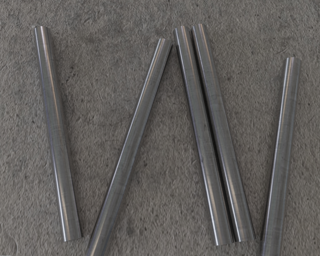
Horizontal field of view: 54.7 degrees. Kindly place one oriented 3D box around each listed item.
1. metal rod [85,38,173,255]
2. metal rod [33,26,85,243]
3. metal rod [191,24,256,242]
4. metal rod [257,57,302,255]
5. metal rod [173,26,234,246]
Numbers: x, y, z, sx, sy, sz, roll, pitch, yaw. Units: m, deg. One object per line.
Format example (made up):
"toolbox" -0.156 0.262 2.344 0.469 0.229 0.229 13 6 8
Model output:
"metal rod" -0.033 0.012 0.403 0.025 0.025 0.299 15 71 5
"metal rod" -0.137 -0.006 0.409 0.025 0.025 0.299 -13 71 -5
"metal rod" 0.079 -0.008 0.411 0.025 0.025 0.299 -8 70 -3
"metal rod" 0.153 0.042 0.393 0.025 0.025 0.299 13 70 5
"metal rod" 0.053 -0.005 0.409 0.025 0.025 0.299 -8 70 -3
